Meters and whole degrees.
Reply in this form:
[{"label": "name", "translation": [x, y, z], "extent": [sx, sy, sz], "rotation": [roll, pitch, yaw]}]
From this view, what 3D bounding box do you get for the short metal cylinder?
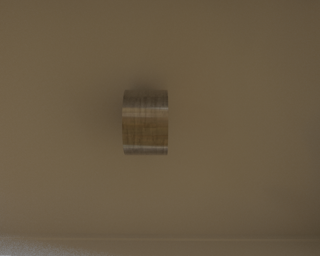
[{"label": "short metal cylinder", "translation": [-0.016, -0.007, 0.377], "extent": [0.050, 0.080, 0.079], "rotation": [0, 110, -1]}]
